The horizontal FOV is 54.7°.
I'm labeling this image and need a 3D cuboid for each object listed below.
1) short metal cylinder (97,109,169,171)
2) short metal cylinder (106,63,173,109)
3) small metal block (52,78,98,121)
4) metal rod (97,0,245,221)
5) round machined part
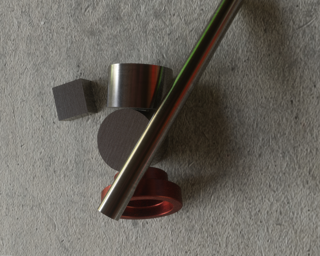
[{"bbox_3d":[-0.034,0.016,0.408,0.080,0.050,0.079,0,90,20],"label":"short metal cylinder"},{"bbox_3d":[-0.025,-0.049,0.389,0.080,0.080,0.050,3,91,20],"label":"short metal cylinder"},{"bbox_3d":[-0.124,-0.040,0.453,0.050,0.025,0.050,-14,85,19],"label":"small metal block"},{"bbox_3d":[0.020,-0.038,0.348,0.025,0.025,0.300,27,78,18],"label":"metal rod"},{"bbox_3d":[-0.023,0.080,0.385,0.098,0.098,0.042,-16,58,19],"label":"round machined part"}]
